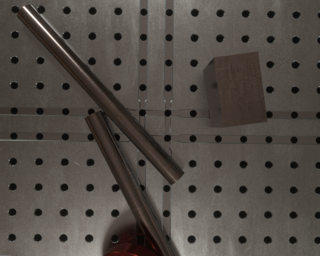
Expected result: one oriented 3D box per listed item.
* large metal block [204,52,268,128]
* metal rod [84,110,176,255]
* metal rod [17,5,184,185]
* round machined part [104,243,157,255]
[{"bbox_3d":[0.090,-0.043,0.387,0.050,0.080,0.080,-8,90,0],"label":"large metal block"},{"bbox_3d":[-0.021,0.115,0.413,0.025,0.025,0.299,-27,90,0],"label":"metal rod"},{"bbox_3d":[-0.078,-0.043,0.412,0.025,0.025,0.300,-42,91,0],"label":"metal rod"},{"bbox_3d":[-0.032,0.191,0.394,0.098,0.042,0.097,4,101,19],"label":"round machined part"}]
